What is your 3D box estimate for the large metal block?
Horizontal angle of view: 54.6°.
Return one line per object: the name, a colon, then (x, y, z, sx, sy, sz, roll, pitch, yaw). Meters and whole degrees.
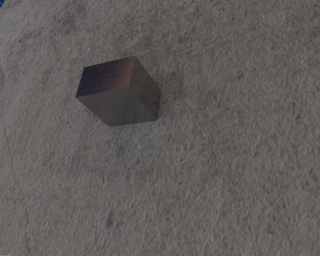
large metal block: (-0.054, -0.047, 0.426, 0.080, 0.080, 0.050, -7, 59, 25)
